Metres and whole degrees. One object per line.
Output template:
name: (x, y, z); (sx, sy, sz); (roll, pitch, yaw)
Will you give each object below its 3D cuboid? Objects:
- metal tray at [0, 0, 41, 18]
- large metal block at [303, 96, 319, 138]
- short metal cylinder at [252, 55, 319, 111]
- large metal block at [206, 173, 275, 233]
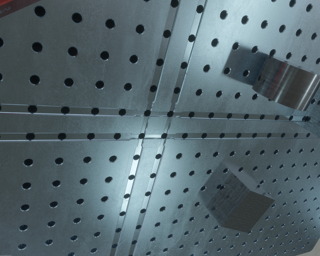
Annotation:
metal tray: (-0.155, -0.119, 0.222); (0.131, 0.030, 0.090); (-31, 104, -12)
large metal block: (0.314, -0.015, 0.537); (0.050, 0.080, 0.079); (5, 116, -31)
short metal cylinder: (0.177, -0.064, 0.433); (0.081, 0.080, 0.050); (7, 115, -32)
large metal block: (0.145, 0.136, 0.558); (0.080, 0.050, 0.080); (25, 105, -37)
